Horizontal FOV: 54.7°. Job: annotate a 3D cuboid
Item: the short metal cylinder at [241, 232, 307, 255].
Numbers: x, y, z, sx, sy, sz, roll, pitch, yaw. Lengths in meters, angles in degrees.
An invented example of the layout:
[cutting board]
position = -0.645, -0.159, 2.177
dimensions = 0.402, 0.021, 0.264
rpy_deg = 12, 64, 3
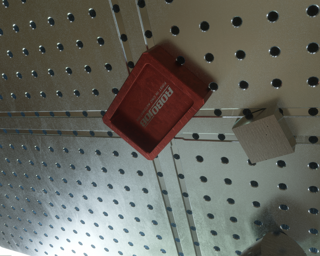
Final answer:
[short metal cylinder]
position = 0.153, 0.186, 0.410
dimensions = 0.080, 0.080, 0.050
rpy_deg = 35, 129, 5

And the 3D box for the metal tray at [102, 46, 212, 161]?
[metal tray]
position = -0.009, -0.027, 0.395
dimensions = 0.090, 0.030, 0.129
rpy_deg = 40, 129, 0

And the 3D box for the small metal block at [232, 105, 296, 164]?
[small metal block]
position = 0.119, 0.008, 0.354
dimensions = 0.050, 0.025, 0.050
rpy_deg = -23, 106, 36
